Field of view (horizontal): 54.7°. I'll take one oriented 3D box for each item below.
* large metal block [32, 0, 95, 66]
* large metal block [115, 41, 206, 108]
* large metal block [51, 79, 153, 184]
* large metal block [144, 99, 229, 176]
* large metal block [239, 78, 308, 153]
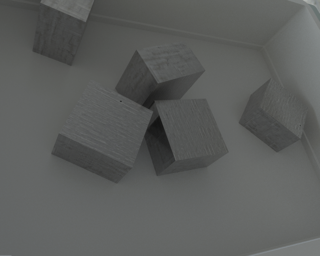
[{"bbox_3d":[-0.119,-0.141,0.393,0.050,0.080,0.080,20,54,-17],"label":"large metal block"},{"bbox_3d":[-0.001,-0.064,0.410,0.081,0.080,0.050,-21,74,-36],"label":"large metal block"},{"bbox_3d":[-0.064,0.004,0.354,0.080,0.050,0.080,27,52,-12],"label":"large metal block"},{"bbox_3d":[0.029,0.010,0.401,0.081,0.050,0.080,-5,64,-31],"label":"large metal block"},{"bbox_3d":[0.187,-0.021,0.506,0.080,0.050,0.080,37,51,-4],"label":"large metal block"}]
